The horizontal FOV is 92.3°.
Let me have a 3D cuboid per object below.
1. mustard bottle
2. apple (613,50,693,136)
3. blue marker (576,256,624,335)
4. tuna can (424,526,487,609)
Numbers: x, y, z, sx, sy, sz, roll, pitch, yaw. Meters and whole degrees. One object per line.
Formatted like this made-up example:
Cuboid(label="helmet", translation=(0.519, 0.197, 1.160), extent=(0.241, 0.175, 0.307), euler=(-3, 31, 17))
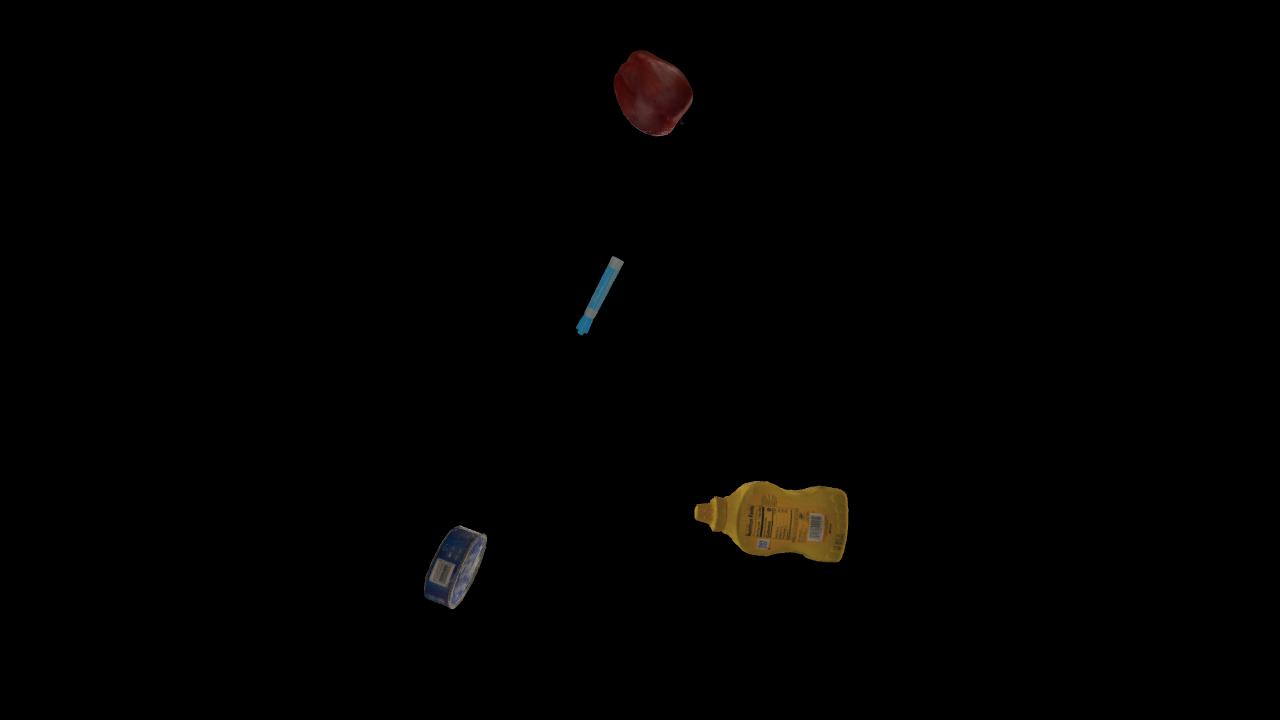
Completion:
Cuboid(label="mustard bottle", translation=(0.157, 0.194, 0.753), extent=(0.184, 0.092, 0.054), euler=(6, 5, -4))
Cuboid(label="apple", translation=(0.015, -0.299, 0.694), extent=(0.093, 0.079, 0.079), euler=(38, -11, -14))
Cuboid(label="blue marker", translation=(-0.058, -0.090, 0.874), extent=(0.020, 0.121, 0.020), euler=(27, 10, -5))
Cuboid(label="tuna can", translation=(-0.204, 0.228, 0.681), extent=(0.034, 0.084, 0.084), euler=(19, 2, 5))
